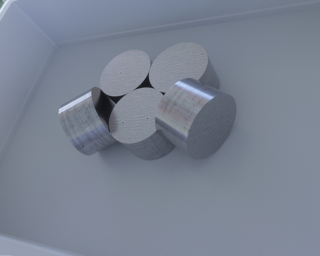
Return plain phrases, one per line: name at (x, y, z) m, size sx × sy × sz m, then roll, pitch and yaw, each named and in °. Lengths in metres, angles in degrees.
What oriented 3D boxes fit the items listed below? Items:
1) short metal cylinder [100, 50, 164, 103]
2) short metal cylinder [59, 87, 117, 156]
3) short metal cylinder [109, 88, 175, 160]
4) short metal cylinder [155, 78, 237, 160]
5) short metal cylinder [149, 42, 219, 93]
short metal cylinder at (-0.039, -0.066, 0.449) m, size 0.080 × 0.050 × 0.080 m, roll -13°, pitch 56°, yaw 21°
short metal cylinder at (-0.090, -0.009, 0.422) m, size 0.050 × 0.080 × 0.080 m, roll -27°, pitch 52°, yaw 11°
short metal cylinder at (-0.018, -0.005, 0.400) m, size 0.080 × 0.050 × 0.080 m, roll -13°, pitch 56°, yaw 21°
short metal cylinder at (0.041, -0.011, 0.353) m, size 0.050 × 0.080 × 0.080 m, roll 33°, pitch 81°, yaw 38°
short metal cylinder at (0.033, -0.066, 0.411) m, size 0.080 × 0.050 × 0.080 m, roll -13°, pitch 56°, yaw 21°
